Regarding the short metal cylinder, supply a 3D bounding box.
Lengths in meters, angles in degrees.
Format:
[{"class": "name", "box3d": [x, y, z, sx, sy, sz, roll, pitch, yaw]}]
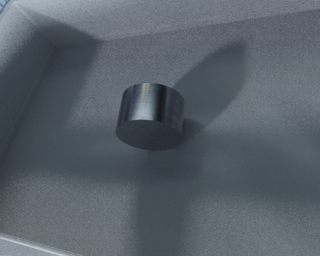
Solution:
[{"class": "short metal cylinder", "box3d": [-0.011, -0.012, 0.384, 0.080, 0.080, 0.050, -8, 58, 24]}]
